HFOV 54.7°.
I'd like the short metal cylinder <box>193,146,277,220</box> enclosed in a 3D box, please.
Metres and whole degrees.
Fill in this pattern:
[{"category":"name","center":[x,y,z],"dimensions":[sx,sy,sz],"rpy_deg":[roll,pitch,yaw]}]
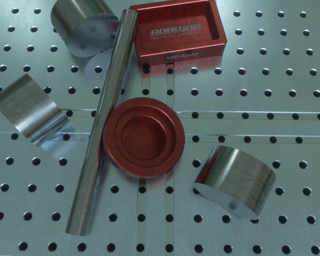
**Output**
[{"category":"short metal cylinder","center":[0.086,0.063,0.360],"dimensions":[0.080,0.080,0.050],"rpy_deg":[29,73,10]}]

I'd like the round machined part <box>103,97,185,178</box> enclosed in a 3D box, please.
[{"category":"round machined part","center":[-0.022,0.014,0.388],"dimensions":[0.099,0.042,0.098],"rpy_deg":[5,73,-16]}]

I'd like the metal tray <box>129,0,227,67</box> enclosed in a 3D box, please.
[{"category":"metal tray","center":[0.024,-0.145,0.462],"dimensions":[0.131,0.030,0.090],"rpy_deg":[-9,70,-4]}]

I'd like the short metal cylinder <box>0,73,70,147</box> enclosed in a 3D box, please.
[{"category":"short metal cylinder","center":[-0.160,-0.022,0.389],"dimensions":[0.050,0.080,0.080],"rpy_deg":[-43,76,-14]}]

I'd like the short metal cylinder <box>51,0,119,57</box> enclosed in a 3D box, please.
[{"category":"short metal cylinder","center":[-0.104,-0.146,0.435],"dimensions":[0.080,0.080,0.050],"rpy_deg":[-32,73,-11]}]

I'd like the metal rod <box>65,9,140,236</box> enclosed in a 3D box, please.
[{"category":"metal rod","center":[-0.070,-0.017,0.400],"dimensions":[0.025,0.025,0.299],"rpy_deg":[11,76,4]}]
